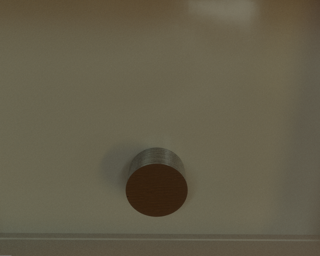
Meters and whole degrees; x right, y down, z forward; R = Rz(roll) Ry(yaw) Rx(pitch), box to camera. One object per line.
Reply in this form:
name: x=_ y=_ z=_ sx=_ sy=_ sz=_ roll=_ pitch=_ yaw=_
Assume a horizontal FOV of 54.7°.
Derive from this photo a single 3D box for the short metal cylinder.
short metal cylinder: x=-0.004 y=0.073 z=0.425 sx=0.081 sy=0.050 sz=0.079 roll=0 pitch=110 yaw=-1
